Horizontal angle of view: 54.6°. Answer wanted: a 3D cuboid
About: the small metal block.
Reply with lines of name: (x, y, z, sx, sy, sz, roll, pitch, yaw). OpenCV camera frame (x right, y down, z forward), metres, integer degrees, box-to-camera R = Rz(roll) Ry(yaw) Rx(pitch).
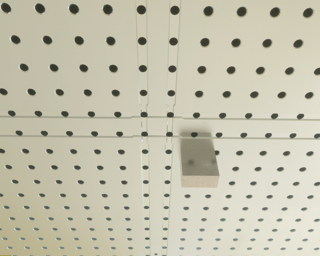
small metal block: (0.055, 0.058, 0.445, 0.050, 0.050, 0.025, 1, 130, -1)
